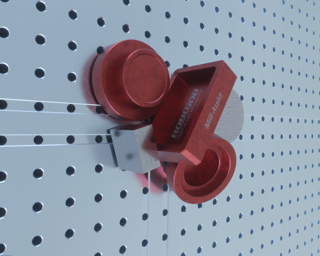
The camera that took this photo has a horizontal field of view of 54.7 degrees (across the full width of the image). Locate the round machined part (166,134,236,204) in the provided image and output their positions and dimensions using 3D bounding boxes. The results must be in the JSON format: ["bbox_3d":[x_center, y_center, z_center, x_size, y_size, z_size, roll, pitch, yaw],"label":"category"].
[{"bbox_3d":[0.052,0.051,0.422,0.099,0.042,0.097,-12,116,-24],"label":"round machined part"}]

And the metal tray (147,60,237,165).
[{"bbox_3d":[0.033,-0.021,0.389,0.030,0.090,0.130,40,65,-33],"label":"metal tray"}]

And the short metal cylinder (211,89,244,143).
[{"bbox_3d":[0.078,-0.018,0.453,0.081,0.050,0.079,0,90,-40],"label":"short metal cylinder"}]

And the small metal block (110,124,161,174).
[{"bbox_3d":[-0.030,0.023,0.363,0.025,0.050,0.050,-20,103,-38],"label":"small metal block"}]

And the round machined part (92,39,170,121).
[{"bbox_3d":[-0.027,-0.057,0.370,0.099,0.042,0.097,0,90,-40],"label":"round machined part"}]
